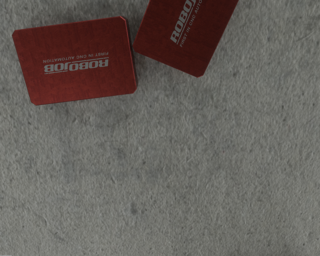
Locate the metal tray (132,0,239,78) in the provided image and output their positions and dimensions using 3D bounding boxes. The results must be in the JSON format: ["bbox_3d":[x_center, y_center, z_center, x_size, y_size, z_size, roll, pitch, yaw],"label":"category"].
[{"bbox_3d":[0.033,-0.135,0.358,0.090,0.030,0.129,21,108,-8],"label":"metal tray"}]

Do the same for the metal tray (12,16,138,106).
[{"bbox_3d":[-0.098,-0.081,0.376,0.131,0.030,0.089,-7,110,2],"label":"metal tray"}]
